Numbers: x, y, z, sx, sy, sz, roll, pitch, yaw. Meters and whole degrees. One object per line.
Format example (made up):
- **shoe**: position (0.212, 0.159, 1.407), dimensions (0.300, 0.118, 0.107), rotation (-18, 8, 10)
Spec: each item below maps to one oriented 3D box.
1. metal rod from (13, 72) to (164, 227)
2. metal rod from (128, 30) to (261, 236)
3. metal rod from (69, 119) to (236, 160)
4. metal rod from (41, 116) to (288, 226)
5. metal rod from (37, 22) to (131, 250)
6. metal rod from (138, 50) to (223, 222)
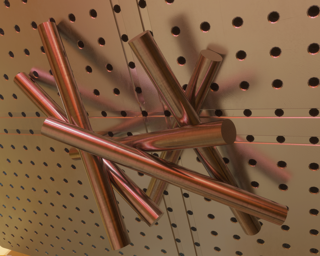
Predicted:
- **metal rod**: position (-0.109, 0.019, 0.433), dimensions (0.300, 0.025, 0.025), rotation (42, 131, 18)
- **metal rod**: position (0.053, 0.023, 0.372), dimensions (0.025, 0.025, 0.299), rotation (-16, 118, 34)
- **metal rod**: position (-0.036, 0.022, 0.404), dimensions (0.299, 0.025, 0.025), rotation (-10, 114, 46)
- **metal rod**: position (0.005, 0.051, 0.370), dimensions (0.301, 0.025, 0.025), rotation (21, 128, 0)
- **metal rod**: position (-0.099, 0.005, 0.396), dimensions (0.025, 0.025, 0.299), rotation (-24, 83, 36)
- **metal rod**: position (0.015, 0.033, 0.424), dimensions (0.025, 0.025, 0.298), rotation (28, 128, 10)
